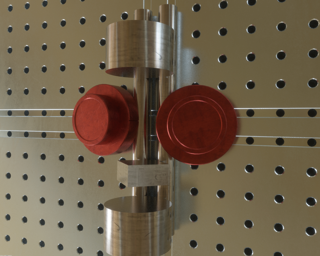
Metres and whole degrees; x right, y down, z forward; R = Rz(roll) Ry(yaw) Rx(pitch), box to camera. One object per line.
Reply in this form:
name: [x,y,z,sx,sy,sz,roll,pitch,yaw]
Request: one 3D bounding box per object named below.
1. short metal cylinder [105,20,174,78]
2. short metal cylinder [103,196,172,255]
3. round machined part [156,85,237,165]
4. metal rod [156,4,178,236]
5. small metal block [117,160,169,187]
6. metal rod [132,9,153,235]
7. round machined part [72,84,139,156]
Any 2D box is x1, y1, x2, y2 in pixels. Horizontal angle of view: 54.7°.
short metal cylinder: [-0.024,-0.090,0.368,0.080,0.080,0.050,1,91,20]
short metal cylinder: [-0.026,0.115,0.370,0.080,0.080,0.050,1,91,20]
round machined part: [0.044,-0.004,0.374,0.099,0.042,0.097,0,90,5]
metal rod: [0.009,-0.009,0.409,0.025,0.025,0.298,1,90,20]
small metal block: [-0.022,0.055,0.382,0.050,0.050,0.025,1,90,-22]
metal rod: [-0.025,-0.008,0.420,0.025,0.025,0.298,1,90,20]
round machined part: [-0.080,-0.011,0.418,0.098,0.042,0.097,0,90,34]
